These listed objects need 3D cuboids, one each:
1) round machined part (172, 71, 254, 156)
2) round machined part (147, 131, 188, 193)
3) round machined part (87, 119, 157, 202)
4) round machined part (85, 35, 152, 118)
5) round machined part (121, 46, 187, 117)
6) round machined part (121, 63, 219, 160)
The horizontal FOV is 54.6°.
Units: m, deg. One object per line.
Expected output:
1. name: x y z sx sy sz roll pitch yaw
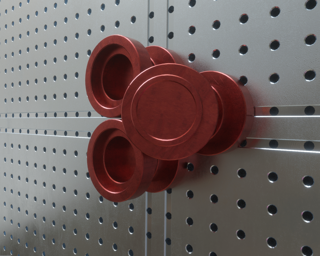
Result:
1. round machined part: 0.053 -0.017 0.356 0.098 0.042 0.097 0 90 40
2. round machined part: -0.015 0.037 0.412 0.098 0.042 0.097 0 90 40
3. round machined part: -0.042 0.038 0.379 0.098 0.042 0.097 0 90 40
4. round machined part: -0.045 -0.061 0.381 0.098 0.042 0.097 0 90 40
5. round machined part: -0.015 -0.061 0.413 0.098 0.042 0.097 0 90 40
6. round machined part: 0.009 -0.016 0.309 0.098 0.042 0.097 0 90 8
